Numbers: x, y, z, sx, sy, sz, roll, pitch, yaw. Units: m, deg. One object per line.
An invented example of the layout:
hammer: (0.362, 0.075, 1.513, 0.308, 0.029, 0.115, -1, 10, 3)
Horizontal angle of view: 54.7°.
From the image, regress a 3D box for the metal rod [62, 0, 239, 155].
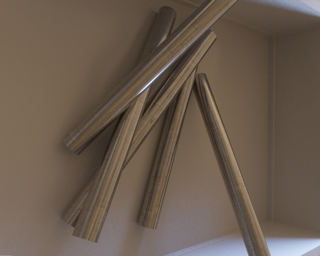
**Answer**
metal rod: (0.012, -0.085, 0.337, 0.300, 0.025, 0.025, -44, 121, -3)

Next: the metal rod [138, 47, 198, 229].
metal rod: (0.022, -0.015, 0.426, 0.025, 0.025, 0.299, 25, 74, -38)

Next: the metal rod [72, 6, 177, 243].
metal rod: (-0.031, -0.024, 0.357, 0.025, 0.025, 0.300, 35, 60, -35)

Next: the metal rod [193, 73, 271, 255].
metal rod: (0.094, 0.060, 0.406, 0.025, 0.025, 0.299, 3, 63, -40)

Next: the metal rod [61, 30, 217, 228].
metal rod: (-0.014, -0.013, 0.379, 0.025, 0.025, 0.300, 47, 67, -30)
